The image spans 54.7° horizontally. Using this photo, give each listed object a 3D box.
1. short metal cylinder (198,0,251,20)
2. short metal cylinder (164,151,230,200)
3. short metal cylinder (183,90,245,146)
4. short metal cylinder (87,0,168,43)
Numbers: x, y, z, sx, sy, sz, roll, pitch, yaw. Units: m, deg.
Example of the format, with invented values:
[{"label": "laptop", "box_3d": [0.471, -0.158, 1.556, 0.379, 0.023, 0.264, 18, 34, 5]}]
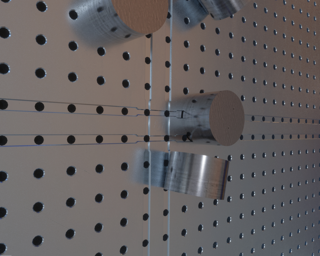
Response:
[{"label": "short metal cylinder", "box_3d": [0.094, -0.205, 0.451, 0.050, 0.080, 0.080, 44, 64, -31]}, {"label": "short metal cylinder", "box_3d": [0.049, 0.063, 0.414, 0.081, 0.080, 0.050, 17, 79, -39]}, {"label": "short metal cylinder", "box_3d": [0.081, -0.014, 0.460, 0.081, 0.050, 0.079, 0, 90, -40]}, {"label": "short metal cylinder", "box_3d": [-0.037, -0.145, 0.361, 0.081, 0.050, 0.079, 0, 90, -40]}]
